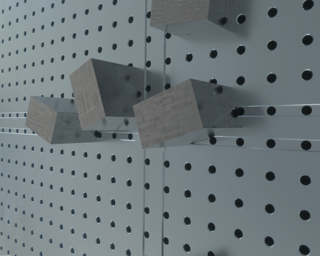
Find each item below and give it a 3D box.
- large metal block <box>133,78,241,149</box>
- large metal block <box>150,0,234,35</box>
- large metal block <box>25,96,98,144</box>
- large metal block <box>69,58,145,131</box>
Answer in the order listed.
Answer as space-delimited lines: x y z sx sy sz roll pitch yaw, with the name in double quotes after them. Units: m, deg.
0.031 -0.012 0.347 0.080 0.081 0.050 -21 77 38 "large metal block"
0.038 -0.156 0.360 0.080 0.050 0.079 9 96 39 "large metal block"
-0.155 -0.014 0.499 0.080 0.081 0.050 26 106 36 "large metal block"
-0.069 -0.043 0.428 0.050 0.081 0.080 -26 74 37 "large metal block"
